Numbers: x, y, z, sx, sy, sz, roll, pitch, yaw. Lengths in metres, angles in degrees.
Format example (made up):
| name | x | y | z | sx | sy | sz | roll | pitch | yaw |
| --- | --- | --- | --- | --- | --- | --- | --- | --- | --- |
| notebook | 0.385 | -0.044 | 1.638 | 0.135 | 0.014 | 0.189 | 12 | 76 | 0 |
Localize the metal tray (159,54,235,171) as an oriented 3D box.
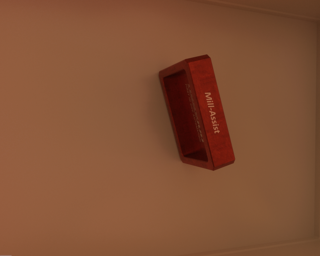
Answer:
| name | x | y | z | sx | sy | sz | roll | pitch | yaw |
| --- | --- | --- | --- | --- | --- | --- | --- | --- | --- |
| metal tray | 0.043 | -0.017 | 0.388 | 0.030 | 0.090 | 0.129 | -17 | 96 | -20 |
